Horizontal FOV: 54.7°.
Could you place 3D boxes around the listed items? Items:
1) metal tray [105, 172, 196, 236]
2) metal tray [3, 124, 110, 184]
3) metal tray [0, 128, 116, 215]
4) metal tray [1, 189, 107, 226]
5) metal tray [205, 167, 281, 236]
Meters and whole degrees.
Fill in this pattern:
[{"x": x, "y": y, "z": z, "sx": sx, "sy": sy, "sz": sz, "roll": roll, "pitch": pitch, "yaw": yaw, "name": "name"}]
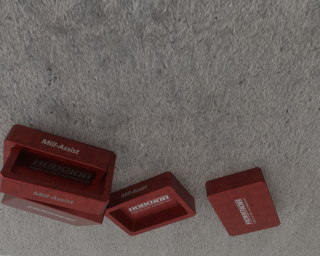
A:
[{"x": -0.018, "y": 0.129, "z": 0.513, "sx": 0.130, "sy": 0.030, "sz": 0.090, "roll": -24, "pitch": 126, "yaw": 19, "name": "metal tray"}, {"x": -0.145, "y": 0.051, "z": 0.432, "sx": 0.131, "sy": 0.030, "sz": 0.089, "roll": 19, "pitch": 136, "yaw": -13, "name": "metal tray"}, {"x": -0.129, "y": 0.056, "z": 0.409, "sx": 0.131, "sy": 0.090, "sz": 0.030, "roll": 18, "pitch": 128, "yaw": -15, "name": "metal tray"}, {"x": -0.160, "y": 0.116, "z": 0.471, "sx": 0.131, "sy": 0.030, "sz": 0.090, "roll": 30, "pitch": 147, "yaw": -30, "name": "metal tray"}, {"x": 0.139, "y": 0.127, "z": 0.513, "sx": 0.090, "sy": 0.030, "sz": 0.130, "roll": -19, "pitch": 128, "yaw": 15, "name": "metal tray"}]
